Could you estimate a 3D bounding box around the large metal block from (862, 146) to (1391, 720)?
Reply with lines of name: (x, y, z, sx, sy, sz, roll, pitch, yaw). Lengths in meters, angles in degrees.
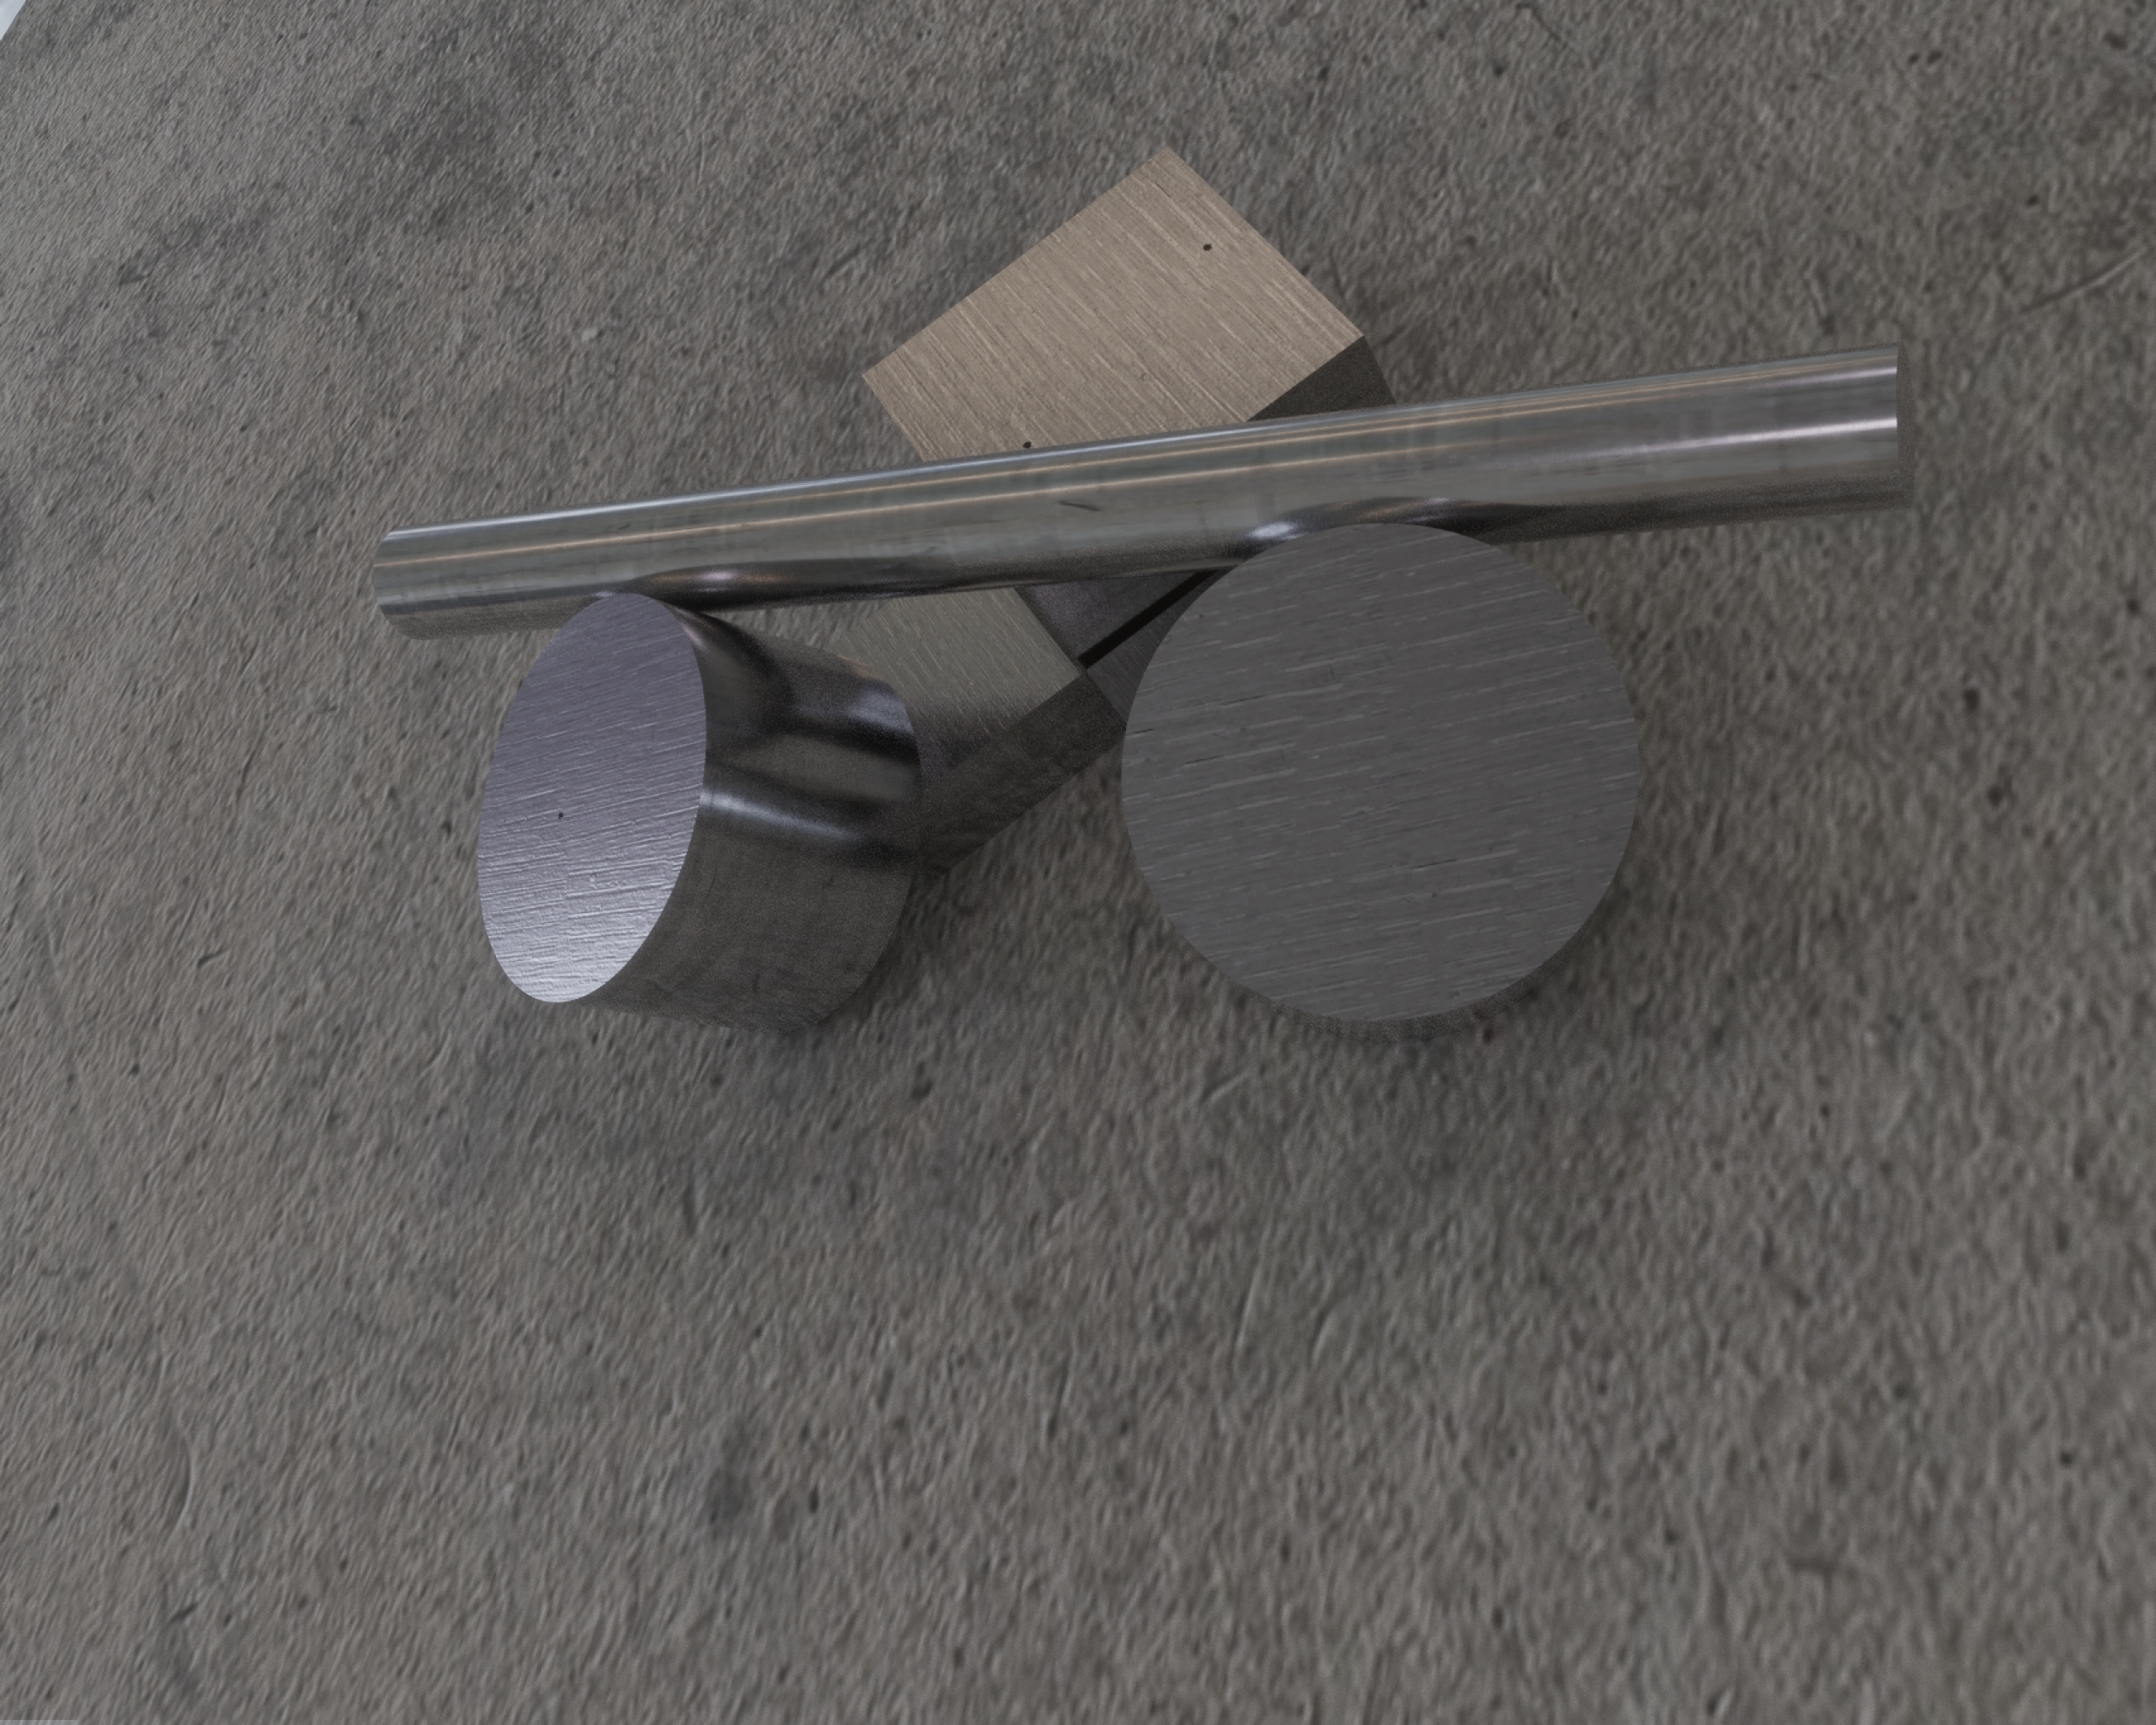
large metal block: (0.014, -0.089, 0.434, 0.080, 0.050, 0.080, -36, 51, 4)

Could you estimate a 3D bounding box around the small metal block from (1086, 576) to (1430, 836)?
small metal block: (0.038, -0.031, 0.404, 0.050, 0.025, 0.050, -37, 51, 3)

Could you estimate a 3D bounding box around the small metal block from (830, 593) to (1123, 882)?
small metal block: (-0.025, -0.033, 0.439, 0.050, 0.025, 0.050, -36, 51, 2)

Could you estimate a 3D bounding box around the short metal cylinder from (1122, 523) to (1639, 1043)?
short metal cylinder: (0.051, -0.011, 0.351, 0.080, 0.050, 0.080, -2, 81, 10)

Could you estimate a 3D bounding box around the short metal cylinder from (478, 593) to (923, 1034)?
short metal cylinder: (-0.076, -0.008, 0.416, 0.080, 0.050, 0.080, -14, 69, 44)

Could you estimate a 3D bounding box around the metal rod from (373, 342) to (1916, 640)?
metal rod: (-0.009, -0.063, 0.382, 0.300, 0.025, 0.025, -1, 61, 27)
